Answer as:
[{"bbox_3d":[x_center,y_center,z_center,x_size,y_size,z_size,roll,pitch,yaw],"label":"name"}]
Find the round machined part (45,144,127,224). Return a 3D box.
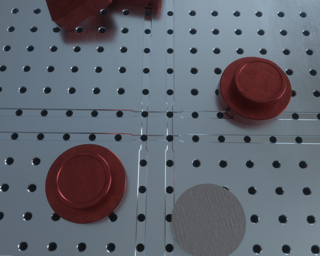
[{"bbox_3d":[-0.091,0.066,0.378,0.099,0.042,0.098,0,70,0],"label":"round machined part"}]

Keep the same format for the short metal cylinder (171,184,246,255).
[{"bbox_3d":[0.053,0.108,0.359,0.081,0.050,0.080,0,70,0],"label":"short metal cylinder"}]

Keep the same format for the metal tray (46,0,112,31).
[{"bbox_3d":[-0.135,-0.226,0.474,0.090,0.030,0.130,-27,71,14],"label":"metal tray"}]

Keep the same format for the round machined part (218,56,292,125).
[{"bbox_3d":[0.132,-0.057,0.424,0.099,0.042,0.098,0,70,0],"label":"round machined part"}]

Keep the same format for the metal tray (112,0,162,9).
[{"bbox_3d":[-0.032,-0.261,0.504,0.091,0.030,0.130,9,70,3],"label":"metal tray"}]
